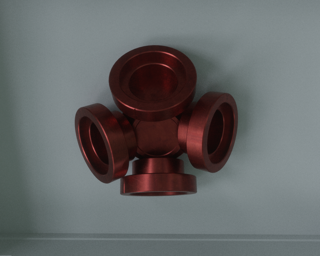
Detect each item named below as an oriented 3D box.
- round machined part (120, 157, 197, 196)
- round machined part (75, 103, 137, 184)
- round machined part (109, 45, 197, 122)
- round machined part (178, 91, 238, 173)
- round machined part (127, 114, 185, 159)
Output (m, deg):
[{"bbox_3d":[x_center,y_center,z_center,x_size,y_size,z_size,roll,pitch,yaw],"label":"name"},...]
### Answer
[{"bbox_3d":[-0.002,0.065,0.404,0.099,0.098,0.042,-1,74,0],"label":"round machined part"},{"bbox_3d":[-0.065,0.016,0.386,0.042,0.098,0.097,-21,114,-33],"label":"round machined part"},{"bbox_3d":[-0.007,-0.047,0.363,0.099,0.098,0.042,-3,148,1],"label":"round machined part"},{"bbox_3d":[0.057,0.003,0.383,0.042,0.099,0.097,12,115,34],"label":"round machined part"},{"bbox_3d":[-0.004,0.002,0.401,0.099,0.042,0.097,0,110,-1],"label":"round machined part"}]
